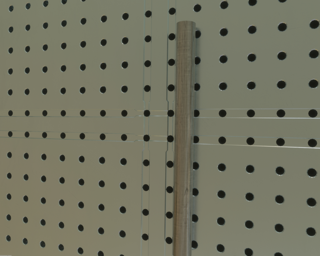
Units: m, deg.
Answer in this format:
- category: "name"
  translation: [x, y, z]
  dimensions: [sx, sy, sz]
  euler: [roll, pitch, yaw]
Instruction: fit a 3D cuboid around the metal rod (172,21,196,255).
- category: "metal rod"
  translation: [0.031, 0.015, 0.401]
  dimensions: [0.025, 0.025, 0.298]
  euler: [1, 90, 20]
